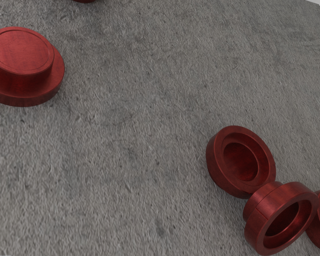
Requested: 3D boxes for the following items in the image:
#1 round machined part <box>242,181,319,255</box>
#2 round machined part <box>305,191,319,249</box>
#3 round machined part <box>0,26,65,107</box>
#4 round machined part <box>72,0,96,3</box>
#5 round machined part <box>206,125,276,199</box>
[{"bbox_3d":[0.142,0.105,0.380,0.099,0.097,0.042,-3,30,-30],"label":"round machined part"},{"bbox_3d":[0.245,0.137,0.441,0.099,0.042,0.098,14,56,-21],"label":"round machined part"},{"bbox_3d":[-0.159,-0.076,0.354,0.099,0.042,0.098,14,56,-21],"label":"round machined part"},{"bbox_3d":[-0.120,-0.229,0.468,0.099,0.042,0.098,14,56,-21],"label":"round machined part"},{"bbox_3d":[0.103,0.049,0.419,0.099,0.042,0.098,14,56,-21],"label":"round machined part"}]
